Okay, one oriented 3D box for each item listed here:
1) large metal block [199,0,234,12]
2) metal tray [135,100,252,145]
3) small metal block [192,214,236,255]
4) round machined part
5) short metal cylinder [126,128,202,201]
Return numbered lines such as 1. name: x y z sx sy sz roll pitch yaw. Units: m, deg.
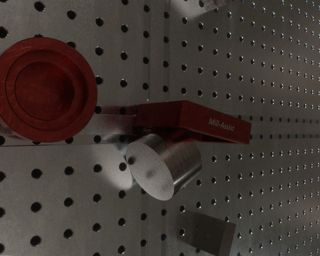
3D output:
1. large metal block: 0.084 -0.239 0.465 0.080 0.050 0.080 43 64 -32
2. metal tray: 0.046 -0.004 0.407 0.131 0.090 0.030 14 81 -39
3. small metal block: 0.081 0.161 0.464 0.025 0.050 0.050 28 73 -37
4. round machined part: -0.115 -0.035 0.303 0.099 0.042 0.097 0 90 -40
5. short metal cylinder: 0.004 0.041 0.379 0.050 0.080 0.080 -32 110 -36
